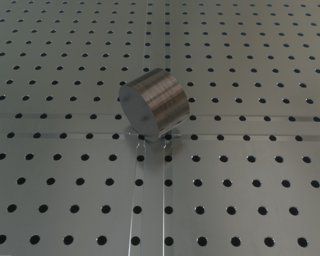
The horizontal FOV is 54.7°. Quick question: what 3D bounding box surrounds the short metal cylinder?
[{"bbox_3d":[-0.008,-0.030,0.396,0.050,0.080,0.080,-33,58,-25],"label":"short metal cylinder"}]
